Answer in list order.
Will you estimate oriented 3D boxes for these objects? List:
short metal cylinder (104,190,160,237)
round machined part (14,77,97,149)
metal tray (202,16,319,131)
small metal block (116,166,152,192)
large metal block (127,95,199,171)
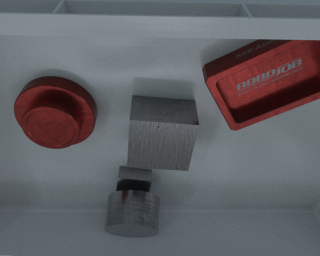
[{"bbox_3d":[-0.041,0.132,0.473,0.081,0.050,0.080,2,149,1],"label":"short metal cylinder"},{"bbox_3d":[-0.131,-0.012,0.386,0.099,0.042,0.097,-1,130,0],"label":"round machined part"},{"bbox_3d":[0.127,-0.057,0.358,0.130,0.030,0.090,-23,127,18],"label":"metal tray"},{"bbox_3d":[-0.042,0.088,0.484,0.050,0.025,0.050,8,128,-7],"label":"small metal block"},{"bbox_3d":[0.001,0.008,0.399,0.081,0.050,0.079,4,130,-4],"label":"large metal block"}]
